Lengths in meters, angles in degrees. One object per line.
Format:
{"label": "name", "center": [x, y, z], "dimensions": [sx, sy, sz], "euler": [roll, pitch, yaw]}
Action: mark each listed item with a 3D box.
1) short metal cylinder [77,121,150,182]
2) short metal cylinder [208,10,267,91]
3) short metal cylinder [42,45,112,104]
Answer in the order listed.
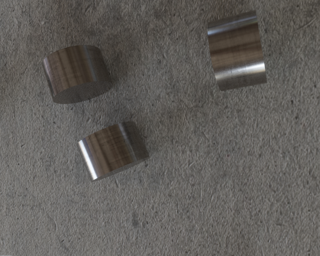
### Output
{"label": "short metal cylinder", "center": [-0.060, 0.031, 0.401], "dimensions": [0.080, 0.080, 0.050], "euler": [-26, 81, 18]}
{"label": "short metal cylinder", "center": [0.088, -0.085, 0.348], "dimensions": [0.050, 0.080, 0.080], "euler": [-9, 87, 20]}
{"label": "short metal cylinder", "center": [-0.111, -0.070, 0.419], "dimensions": [0.080, 0.080, 0.050], "euler": [-21, 83, 19]}
